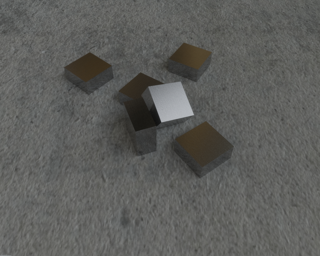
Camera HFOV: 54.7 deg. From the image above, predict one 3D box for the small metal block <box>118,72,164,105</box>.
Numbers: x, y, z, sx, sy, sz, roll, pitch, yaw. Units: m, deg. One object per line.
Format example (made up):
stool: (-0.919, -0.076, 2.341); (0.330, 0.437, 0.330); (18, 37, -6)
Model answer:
small metal block: (-0.023, -0.047, 0.443); (0.050, 0.025, 0.050); (29, 55, 21)

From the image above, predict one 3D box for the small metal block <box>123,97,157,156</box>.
small metal block: (-0.025, -0.001, 0.388); (0.025, 0.050, 0.050); (-16, 52, -13)

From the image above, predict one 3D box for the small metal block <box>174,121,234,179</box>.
small metal block: (0.053, 0.026, 0.382); (0.050, 0.025, 0.050); (-29, 56, -23)

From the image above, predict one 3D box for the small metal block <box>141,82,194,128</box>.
small metal block: (0.010, -0.031, 0.410); (0.050, 0.025, 0.050); (-13, 76, -29)

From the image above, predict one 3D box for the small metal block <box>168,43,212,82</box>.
small metal block: (0.048, -0.105, 0.492); (0.050, 0.025, 0.050); (24, 54, 19)

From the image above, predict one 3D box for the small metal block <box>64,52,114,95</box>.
small metal block: (-0.108, -0.084, 0.473); (0.050, 0.025, 0.050); (34, 58, 25)
